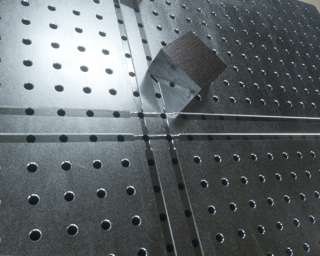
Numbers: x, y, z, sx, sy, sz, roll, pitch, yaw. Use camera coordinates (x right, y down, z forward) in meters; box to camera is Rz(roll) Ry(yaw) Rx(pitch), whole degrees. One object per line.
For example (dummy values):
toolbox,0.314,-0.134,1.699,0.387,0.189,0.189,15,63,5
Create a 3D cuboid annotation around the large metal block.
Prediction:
large metal block,0.042,-0.091,0.472,0.080,0.050,0.080,46,51,3
